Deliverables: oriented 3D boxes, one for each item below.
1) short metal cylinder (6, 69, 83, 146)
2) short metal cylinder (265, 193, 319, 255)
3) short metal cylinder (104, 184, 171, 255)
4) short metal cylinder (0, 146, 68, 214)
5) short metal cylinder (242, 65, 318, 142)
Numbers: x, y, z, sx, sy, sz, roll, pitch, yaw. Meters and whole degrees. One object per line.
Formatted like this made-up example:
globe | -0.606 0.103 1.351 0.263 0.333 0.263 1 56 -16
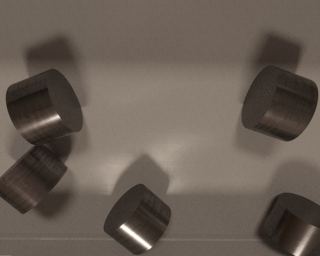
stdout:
short metal cylinder | -0.135 -0.024 0.371 0.050 0.080 0.080 -20 109 7
short metal cylinder | 0.196 0.135 0.435 0.080 0.080 0.050 17 109 -7
short metal cylinder | -0.031 0.125 0.428 0.080 0.080 0.050 -42 105 14
short metal cylinder | -0.169 0.064 0.403 0.080 0.080 0.050 -39 106 13
short metal cylinder | 0.141 -0.029 0.373 0.050 0.080 0.079 19 109 -7
